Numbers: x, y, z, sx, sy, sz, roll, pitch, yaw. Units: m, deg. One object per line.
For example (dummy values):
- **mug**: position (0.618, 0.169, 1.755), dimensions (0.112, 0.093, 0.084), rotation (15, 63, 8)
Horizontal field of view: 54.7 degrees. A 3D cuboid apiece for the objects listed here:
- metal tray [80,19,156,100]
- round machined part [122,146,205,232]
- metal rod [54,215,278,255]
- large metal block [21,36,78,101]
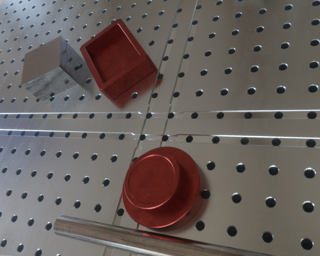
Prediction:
- **metal tray**: position (-0.074, -0.117, 0.513), dimensions (0.090, 0.030, 0.130), rotation (-35, 52, 4)
- **round machined part**: position (-0.002, 0.065, 0.357), dimensions (0.098, 0.042, 0.098), rotation (-13, 56, 20)
- **metal rod**: position (0.007, 0.126, 0.326), dimensions (0.300, 0.025, 0.025), rotation (1, 62, 28)
- **large metal block**: position (-0.196, -0.107, 0.558), dimensions (0.080, 0.050, 0.080), rotation (-22, 54, 15)
